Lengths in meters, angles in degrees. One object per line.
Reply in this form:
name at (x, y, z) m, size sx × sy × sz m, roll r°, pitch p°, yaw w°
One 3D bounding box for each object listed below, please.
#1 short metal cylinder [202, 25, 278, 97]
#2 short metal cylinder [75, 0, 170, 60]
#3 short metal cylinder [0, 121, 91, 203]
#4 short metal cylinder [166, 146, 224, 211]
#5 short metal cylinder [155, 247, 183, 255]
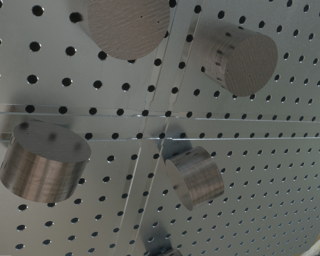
short metal cylinder at (0.102, -0.087, 0.399) m, size 0.081 × 0.050 × 0.079 m, roll -14°, pitch 125°, yaw -21°
short metal cylinder at (-0.037, -0.113, 0.306) m, size 0.081 × 0.050 × 0.079 m, roll -14°, pitch 124°, yaw -21°
short metal cylinder at (-0.121, 0.034, 0.331) m, size 0.081 × 0.080 × 0.050 m, roll 14°, pitch 111°, yaw -35°
short metal cylinder at (0.049, 0.072, 0.449) m, size 0.050 × 0.080 × 0.080 m, roll -23°, pitch 127°, yaw -15°
short metal cylinder at (0.019, 0.262, 0.550) m, size 0.050 × 0.080 × 0.079 m, roll -17°, pitch 125°, yaw -19°
